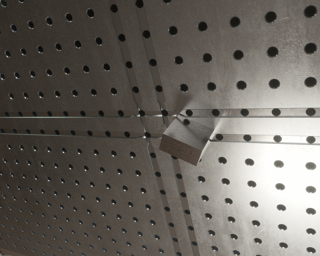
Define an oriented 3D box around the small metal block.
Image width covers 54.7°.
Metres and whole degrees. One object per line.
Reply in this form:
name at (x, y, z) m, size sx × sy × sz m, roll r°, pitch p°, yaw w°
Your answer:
small metal block at (0.034, 0.014, 0.385) m, size 0.050 × 0.050 × 0.025 m, roll 24°, pitch 127°, yaw 13°
